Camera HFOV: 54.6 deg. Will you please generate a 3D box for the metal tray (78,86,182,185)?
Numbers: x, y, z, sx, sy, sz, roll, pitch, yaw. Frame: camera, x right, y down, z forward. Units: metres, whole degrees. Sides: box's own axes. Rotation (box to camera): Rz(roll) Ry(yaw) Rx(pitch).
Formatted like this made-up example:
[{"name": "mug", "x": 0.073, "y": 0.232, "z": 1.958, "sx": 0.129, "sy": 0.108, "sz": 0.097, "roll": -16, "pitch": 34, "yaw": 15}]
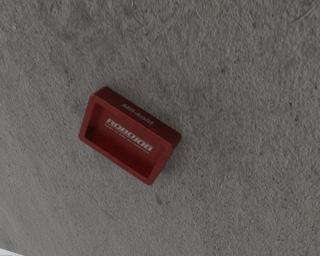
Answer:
[{"name": "metal tray", "x": -0.046, "y": 0.013, "z": 0.435, "sx": 0.130, "sy": 0.030, "sz": 0.089, "roll": 33, "pitch": 129, "yaw": 6}]
